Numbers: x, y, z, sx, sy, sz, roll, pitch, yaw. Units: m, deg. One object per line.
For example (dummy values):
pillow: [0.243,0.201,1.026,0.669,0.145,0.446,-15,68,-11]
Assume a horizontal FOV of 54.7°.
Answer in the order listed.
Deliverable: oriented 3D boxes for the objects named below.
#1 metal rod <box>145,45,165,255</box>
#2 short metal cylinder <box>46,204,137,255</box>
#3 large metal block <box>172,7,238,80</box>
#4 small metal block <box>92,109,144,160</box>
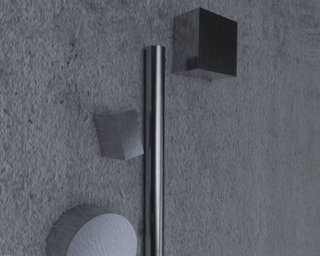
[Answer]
metal rod: [-0.006,0.046,0.399,0.025,0.025,0.298,0,90,-40]
short metal cylinder: [-0.072,0.126,0.329,0.081,0.050,0.080,0,90,-40]
large metal block: [0.065,-0.115,0.442,0.081,0.050,0.080,2,89,-40]
small metal block: [-0.048,0.007,0.348,0.025,0.050,0.050,-18,102,-39]
